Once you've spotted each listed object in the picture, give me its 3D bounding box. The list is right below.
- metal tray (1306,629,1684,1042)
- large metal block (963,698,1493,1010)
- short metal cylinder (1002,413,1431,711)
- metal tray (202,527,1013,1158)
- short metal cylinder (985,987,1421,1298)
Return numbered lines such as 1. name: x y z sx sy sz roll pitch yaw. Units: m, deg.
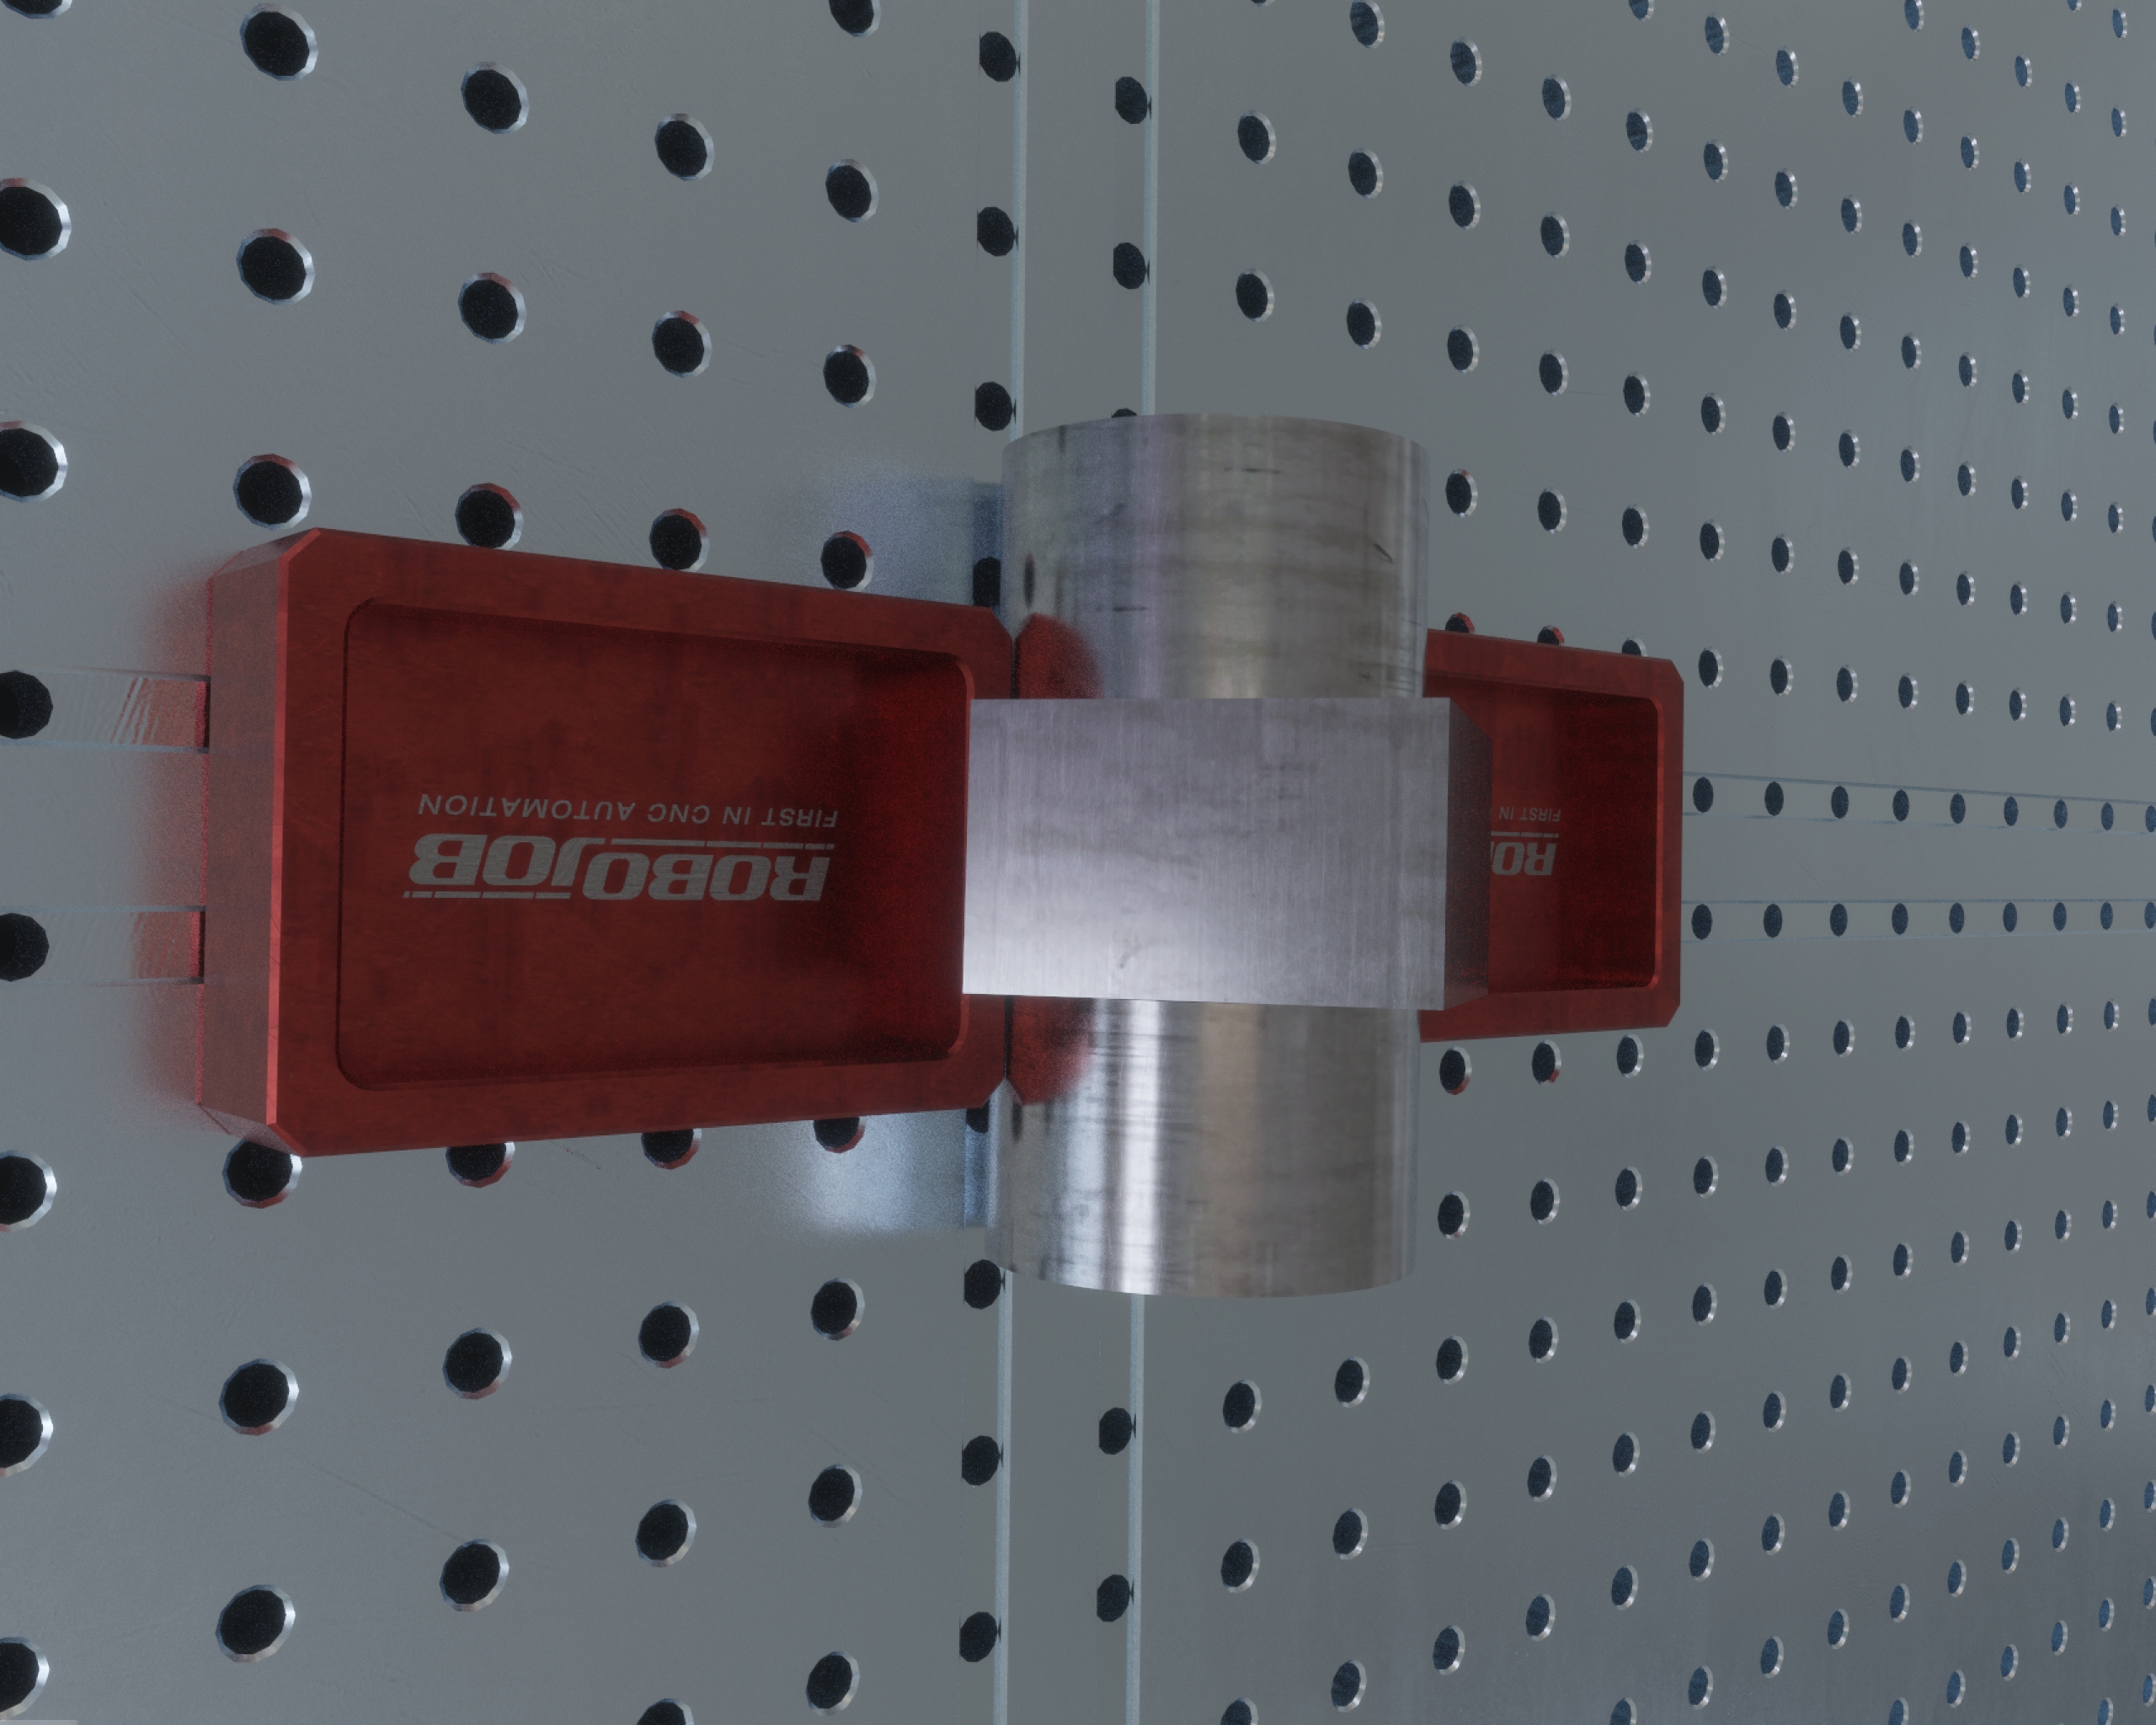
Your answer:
1. metal tray: 0.089 -0.006 0.480 0.131 0.030 0.089 1 89 -40
2. large metal block: 0.031 -0.001 0.380 0.080 0.080 0.050 7 85 -74
3. short metal cylinder: 0.025 -0.051 0.394 0.081 0.080 0.050 2 89 -40
4. metal tray: -0.072 -0.002 0.345 0.131 0.030 0.089 1 89 -40
5. short metal cylinder: 0.023 0.049 0.393 0.081 0.080 0.050 2 89 -40
